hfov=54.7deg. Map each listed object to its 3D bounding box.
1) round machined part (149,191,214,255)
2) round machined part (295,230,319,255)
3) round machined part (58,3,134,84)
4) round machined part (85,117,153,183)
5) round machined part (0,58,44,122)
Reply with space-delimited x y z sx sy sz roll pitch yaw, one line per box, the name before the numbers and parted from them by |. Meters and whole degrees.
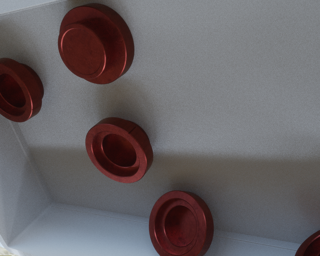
round machined part | 0.035 0.141 0.445 0.098 0.042 0.098 -12 70 37
round machined part | 0.206 0.153 0.345 0.098 0.099 0.042 -34 91 38
round machined part | -0.085 -0.099 0.381 0.098 0.042 0.097 13 124 21
round machined part | -0.053 0.027 0.443 0.098 0.042 0.097 13 124 21
round machined part | -0.220 -0.061 0.476 0.098 0.042 0.097 13 124 21
